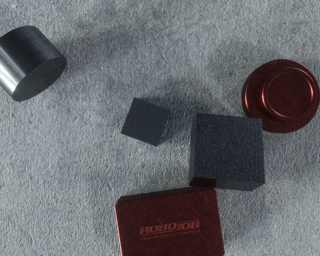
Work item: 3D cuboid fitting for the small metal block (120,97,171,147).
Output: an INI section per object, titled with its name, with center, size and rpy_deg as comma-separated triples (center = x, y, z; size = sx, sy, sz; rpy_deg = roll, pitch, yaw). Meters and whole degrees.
[small metal block]
center = -0.018, -0.008, 0.410
size = 0.050, 0.025, 0.050
rpy_deg = 20, 90, -1

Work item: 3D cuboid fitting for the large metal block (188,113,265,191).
[large metal block]
center = 0.080, 0.031, 0.385
size = 0.081, 0.050, 0.080
rpy_deg = 5, 67, -1

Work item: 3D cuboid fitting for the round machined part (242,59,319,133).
[round machined part]
center = 0.161, -0.042, 0.404
size = 0.099, 0.042, 0.097
rpy_deg = 0, 90, -1

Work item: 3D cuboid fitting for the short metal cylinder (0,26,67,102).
[short metal cylinder]
center = -0.163, -0.078, 0.380
size = 0.080, 0.080, 0.050
rpy_deg = -42, 91, 0

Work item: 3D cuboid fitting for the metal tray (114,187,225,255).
[metal tray]
center = 0.012, 0.129, 0.408
size = 0.131, 0.030, 0.089
rpy_deg = -8, 90, -1
